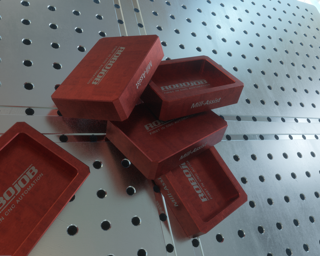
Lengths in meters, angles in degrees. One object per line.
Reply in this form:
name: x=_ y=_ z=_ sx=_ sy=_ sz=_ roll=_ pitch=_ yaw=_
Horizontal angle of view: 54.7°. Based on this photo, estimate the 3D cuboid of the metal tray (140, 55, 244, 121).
metal tray: x=0.036 y=-0.059 z=0.420 sx=0.131 sy=0.030 sz=0.090 roll=-14 pitch=45 yaw=-29

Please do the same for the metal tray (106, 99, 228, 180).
metal tray: x=0.010 y=0.001 z=0.390 sx=0.131 sy=0.030 sz=0.090 roll=-24 pitch=53 yaw=-37

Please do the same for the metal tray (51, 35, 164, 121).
metal tray: x=-0.059 y=-0.066 z=0.380 sx=0.090 sy=0.030 sz=0.130 roll=5 pitch=47 yaw=24

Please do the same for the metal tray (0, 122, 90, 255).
metal tray: x=-0.140 y=0.066 z=0.289 sx=0.090 sy=0.030 sz=0.130 roll=36 pitch=51 yaw=-4

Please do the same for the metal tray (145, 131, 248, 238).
metal tray: x=0.041 y=0.058 z=0.393 sx=0.091 sy=0.030 sz=0.130 roll=-23 pitch=74 yaw=-37
